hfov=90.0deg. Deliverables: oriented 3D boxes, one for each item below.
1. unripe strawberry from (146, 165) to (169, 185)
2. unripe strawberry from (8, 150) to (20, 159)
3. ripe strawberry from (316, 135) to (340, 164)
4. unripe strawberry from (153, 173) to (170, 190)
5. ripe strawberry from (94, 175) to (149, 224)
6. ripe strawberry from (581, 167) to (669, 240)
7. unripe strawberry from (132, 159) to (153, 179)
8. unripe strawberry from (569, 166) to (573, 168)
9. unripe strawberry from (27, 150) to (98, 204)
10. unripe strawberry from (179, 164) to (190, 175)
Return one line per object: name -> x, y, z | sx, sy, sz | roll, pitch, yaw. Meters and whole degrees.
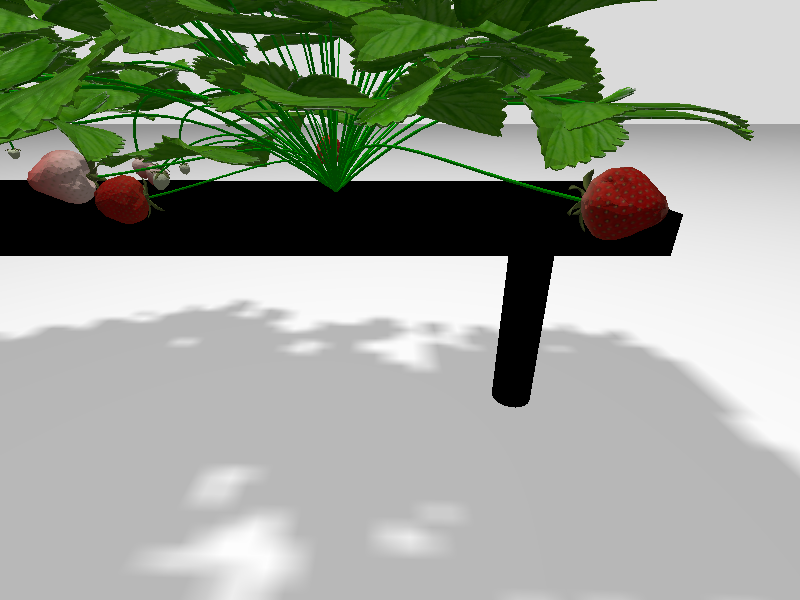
unripe strawberry -> -0.227, -0.116, 0.373 | 0.019, 0.019, 0.018 | -40, 11, 26
unripe strawberry -> -0.521, -0.197, 0.541 | 0.013, 0.012, 0.012 | -2, 25, -4
ripe strawberry -> -0.089, -0.187, 0.501 | 0.032, 0.036, 0.034 | -5, 25, -10
unripe strawberry -> -0.211, -0.104, 0.352 | 0.013, 0.015, 0.015 | 16, 26, -3
ripe strawberry -> -0.166, -0.060, 0.239 | 0.027, 0.028, 0.024 | -23, 34, -39
ripe strawberry -> 0.113, -0.047, 0.202 | 0.038, 0.037, 0.041 | 21, 32, 36
unripe strawberry -> -0.267, -0.136, 0.417 | 0.019, 0.020, 0.018 | 10, 27, 20
unripe strawberry -> 0.187, -0.148, 0.432 | 0.010, 0.010, 0.011 | -10, 27, -21
unripe strawberry -> -0.241, -0.088, 0.287 | 0.038, 0.037, 0.042 | -8, 26, -14
unripe strawberry -> -0.235, -0.143, 0.437 | 0.010, 0.011, 0.011 | 14, 29, 27
